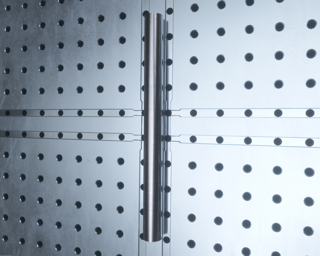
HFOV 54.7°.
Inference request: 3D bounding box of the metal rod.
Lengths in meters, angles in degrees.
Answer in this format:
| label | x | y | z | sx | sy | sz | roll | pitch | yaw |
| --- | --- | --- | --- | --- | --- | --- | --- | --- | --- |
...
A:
| label | x | y | z | sx | sy | sz | roll | pitch | yaw |
| --- | --- | --- | --- | --- | --- | --- | --- | --- | --- |
| metal rod | -0.009 | -0.001 | 0.415 | 0.025 | 0.025 | 0.298 | 0 | 90 | 19 |
